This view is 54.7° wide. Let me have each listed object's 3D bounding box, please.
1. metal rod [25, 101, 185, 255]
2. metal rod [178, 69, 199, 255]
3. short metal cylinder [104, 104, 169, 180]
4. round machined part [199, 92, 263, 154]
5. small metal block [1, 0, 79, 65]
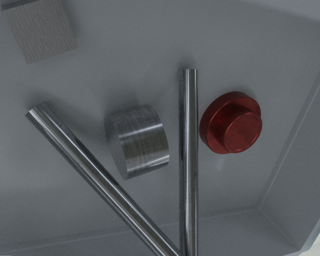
[{"bbox_3d":[-0.039,0.092,0.358,0.025,0.025,0.300,-40,102,-2],"label":"metal rod"},{"bbox_3d":[0.037,0.076,0.400,0.025,0.025,0.298,-3,96,-27],"label":"metal rod"},{"bbox_3d":[-0.029,0.016,0.368,0.050,0.080,0.079,-17,126,-19],"label":"short metal cylinder"},{"bbox_3d":[0.111,-0.001,0.460,0.099,0.042,0.097,-14,125,-21],"label":"round machined part"},{"bbox_3d":[-0.111,-0.094,0.290,0.050,0.025,0.050,-24,127,-14],"label":"small metal block"}]
